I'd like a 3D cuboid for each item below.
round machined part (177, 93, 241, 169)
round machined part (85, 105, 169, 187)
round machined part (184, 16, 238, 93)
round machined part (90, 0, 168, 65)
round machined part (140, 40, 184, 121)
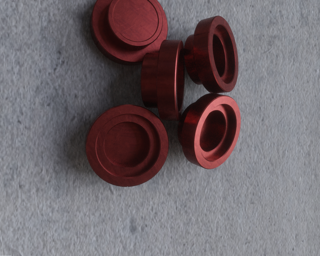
[{"bbox_3d":[0.061,0.002,0.410,0.099,0.042,0.097,-17,115,-40],"label":"round machined part"},{"bbox_3d":[-0.042,0.020,0.382,0.099,0.042,0.097,-1,95,-17],"label":"round machined part"},{"bbox_3d":[0.066,-0.093,0.409,0.099,0.042,0.097,8,80,-56],"label":"round machined part"},{"bbox_3d":[-0.035,-0.131,0.387,0.099,0.042,0.097,0,90,-20],"label":"round machined part"},{"bbox_3d":[0.004,-0.058,0.380,0.042,0.098,0.097,3,89,10],"label":"round machined part"}]
